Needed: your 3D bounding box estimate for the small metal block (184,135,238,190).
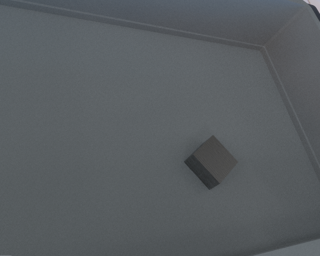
[{"bbox_3d":[0.069,0.046,0.417,0.050,0.025,0.050,48,51,5],"label":"small metal block"}]
